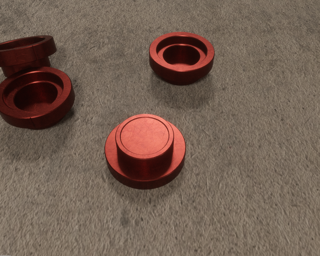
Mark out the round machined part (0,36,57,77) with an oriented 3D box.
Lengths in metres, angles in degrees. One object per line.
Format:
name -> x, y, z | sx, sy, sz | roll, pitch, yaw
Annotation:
round machined part -> -0.204, -0.106, 0.464 | 0.099, 0.042, 0.098 | -7, 28, 4

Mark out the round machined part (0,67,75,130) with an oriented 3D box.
round machined part -> -0.165, -0.036, 0.420 | 0.099, 0.042, 0.098 | 1, 50, 0

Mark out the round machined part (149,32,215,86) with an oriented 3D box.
round machined part -> 0.033, -0.103, 0.480 | 0.099, 0.042, 0.098 | 0, 50, 0

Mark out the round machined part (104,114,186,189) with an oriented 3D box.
round machined part -> -0.018, 0.021, 0.374 | 0.099, 0.042, 0.098 | 0, 50, 0
